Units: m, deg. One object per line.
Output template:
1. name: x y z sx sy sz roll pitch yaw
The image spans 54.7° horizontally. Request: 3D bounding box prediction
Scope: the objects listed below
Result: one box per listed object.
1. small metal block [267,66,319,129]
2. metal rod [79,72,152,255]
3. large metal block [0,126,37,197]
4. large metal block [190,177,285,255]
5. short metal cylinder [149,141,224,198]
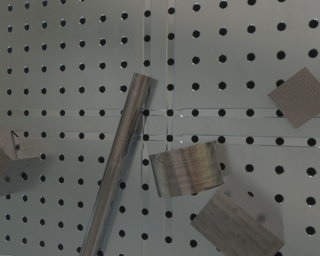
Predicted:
1. small metal block: 0.161 -0.033 0.356 0.050 0.025 0.050 -39 78 16
2. metal rod: -0.068 0.070 0.436 0.025 0.025 0.298 20 96 19
3. large metal block: -0.259 0.053 0.491 0.080 0.050 0.080 40 103 15
4. large metal block: 0.090 0.107 0.352 0.080 0.080 0.050 39 103 15
5. short metal cylinder: 0.032 0.049 0.372 0.080 0.080 0.050 -14 86 19
